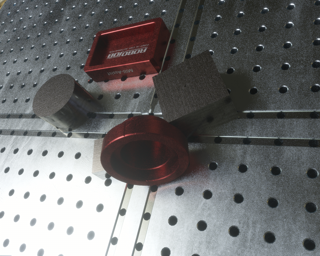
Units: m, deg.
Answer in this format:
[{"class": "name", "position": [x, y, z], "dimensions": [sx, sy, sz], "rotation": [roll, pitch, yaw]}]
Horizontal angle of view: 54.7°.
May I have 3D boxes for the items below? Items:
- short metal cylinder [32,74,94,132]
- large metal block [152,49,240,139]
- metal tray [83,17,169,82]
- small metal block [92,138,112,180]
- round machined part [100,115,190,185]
[{"class": "short metal cylinder", "position": [-0.155, -0.040, 0.499], "dimensions": [0.080, 0.050, 0.080], "rotation": [-13, 56, 21]}, {"class": "large metal block", "position": [0.044, -0.040, 0.394], "dimensions": [0.080, 0.050, 0.080], "rotation": [-24, 53, 13]}, {"class": "metal tray", "position": [-0.056, -0.128, 0.512], "dimensions": [0.130, 0.030, 0.090], "rotation": [-3, 60, 26]}, {"class": "small metal block", "position": [-0.062, 0.037, 0.418], "dimensions": [0.050, 0.025, 0.050], "rotation": [-16, 55, 19]}, {"class": "round machined part", "position": [-0.017, 0.023, 0.357], "dimensions": [0.098, 0.098, 0.042], "rotation": [-18, 45, 17]}]
